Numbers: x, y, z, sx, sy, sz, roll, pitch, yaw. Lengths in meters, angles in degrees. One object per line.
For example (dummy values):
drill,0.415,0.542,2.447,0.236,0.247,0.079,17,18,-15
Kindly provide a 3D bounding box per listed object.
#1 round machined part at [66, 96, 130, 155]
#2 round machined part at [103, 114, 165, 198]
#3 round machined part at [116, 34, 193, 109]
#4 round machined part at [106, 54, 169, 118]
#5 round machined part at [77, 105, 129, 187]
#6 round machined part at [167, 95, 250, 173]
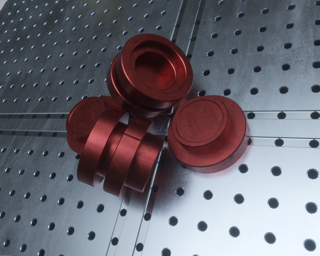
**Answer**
round machined part,-0.097,-0.007,0.453,0.098,0.042,0.098,-13,56,21
round machined part,-0.026,0.037,0.365,0.042,0.098,0.098,23,71,3
round machined part,-0.010,-0.069,0.401,0.042,0.099,0.098,-41,35,56
round machined part,-0.026,-0.058,0.426,0.042,0.099,0.098,-41,35,56
round machined part,-0.056,0.026,0.370,0.042,0.098,0.098,22,71,3
round machined part,0.053,0.001,0.370,0.098,0.042,0.098,-13,56,21
